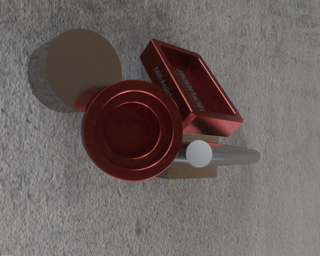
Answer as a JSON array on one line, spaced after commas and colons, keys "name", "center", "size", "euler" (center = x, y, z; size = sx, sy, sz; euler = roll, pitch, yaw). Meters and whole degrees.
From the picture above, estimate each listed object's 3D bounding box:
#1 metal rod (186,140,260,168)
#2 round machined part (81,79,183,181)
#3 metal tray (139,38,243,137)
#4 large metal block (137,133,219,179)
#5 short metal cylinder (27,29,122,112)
[{"name": "metal rod", "center": [0.101, 0.037, 0.416], "size": [0.301, 0.025, 0.025], "euler": [12, 82, -64]}, {"name": "round machined part", "center": [-0.030, 0.002, 0.314], "size": [0.099, 0.042, 0.097], "euler": [0, 89, -20]}, {"name": "metal tray", "center": [0.038, -0.050, 0.387], "size": [0.091, 0.030, 0.130], "euler": [6, 47, -40]}, {"name": "large metal block", "center": [0.014, 0.032, 0.384], "size": [0.081, 0.080, 0.050], "euler": [6, 87, -40]}, {"name": "short metal cylinder", "center": [-0.087, -0.056, 0.318], "size": [0.081, 0.050, 0.079], "euler": [0, 90, -40]}]
